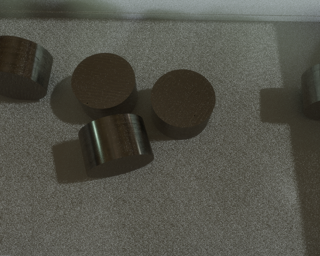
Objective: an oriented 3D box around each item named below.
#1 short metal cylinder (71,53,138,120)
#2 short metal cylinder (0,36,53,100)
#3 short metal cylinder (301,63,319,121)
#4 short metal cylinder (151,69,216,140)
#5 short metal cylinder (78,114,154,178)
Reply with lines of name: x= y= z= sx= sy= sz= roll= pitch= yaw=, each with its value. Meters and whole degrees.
short metal cylinder: x=-0.072 y=-0.053 z=0.415 sx=0.081 sy=0.050 sz=0.080 roll=0 pitch=70 yaw=0
short metal cylinder: x=-0.187 y=-0.076 z=0.406 sx=0.081 sy=0.080 sz=0.050 roll=3 pitch=70 yaw=1
short metal cylinder: x=0.228 y=-0.046 z=0.400 sx=0.081 sy=0.080 sz=0.050 roll=5 pitch=70 yaw=1
short metal cylinder: x=0.029 y=-0.030 z=0.408 sx=0.081 sy=0.050 sz=0.080 roll=0 pitch=70 yaw=0
short metal cylinder: x=-0.052 y=0.023 z=0.371 sx=0.081 sy=0.080 sz=0.050 roll=-15 pitch=71 yaw=-6
